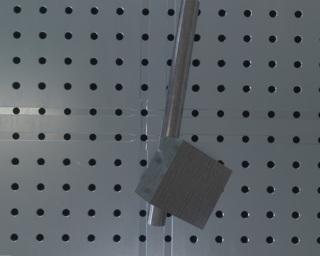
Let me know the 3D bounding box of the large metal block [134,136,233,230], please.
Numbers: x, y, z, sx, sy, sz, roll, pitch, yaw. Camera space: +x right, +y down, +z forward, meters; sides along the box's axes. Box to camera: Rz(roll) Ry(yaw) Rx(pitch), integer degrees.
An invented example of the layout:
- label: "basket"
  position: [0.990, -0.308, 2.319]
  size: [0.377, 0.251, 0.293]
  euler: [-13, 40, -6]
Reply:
- label: "large metal block"
  position: [0.029, 0.066, 0.382]
  size: [0.080, 0.050, 0.080]
  euler: [32, 81, -22]

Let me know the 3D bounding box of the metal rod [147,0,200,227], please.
- label: "metal rod"
  position: [0.018, -0.020, 0.413]
  size: [0.025, 0.025, 0.298]
  euler: [9, 90, 0]
